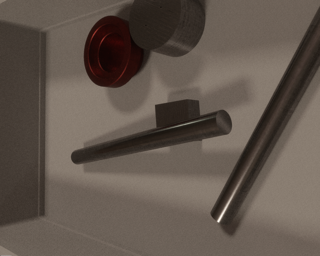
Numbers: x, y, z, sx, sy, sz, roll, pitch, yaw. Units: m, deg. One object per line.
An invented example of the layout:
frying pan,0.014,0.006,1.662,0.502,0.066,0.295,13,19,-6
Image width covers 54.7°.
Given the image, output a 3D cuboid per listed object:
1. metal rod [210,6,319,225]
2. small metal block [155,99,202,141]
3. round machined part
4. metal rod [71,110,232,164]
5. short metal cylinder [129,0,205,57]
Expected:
metal rod,0.124,-0.030,0.303,0.025,0.025,0.298,35,111,34
small metal block,0.023,-0.007,0.387,0.050,0.025,0.050,-7,86,39
round machined part,-0.062,-0.106,0.445,0.098,0.042,0.097,0,90,39
metal rod,-0.037,0.021,0.409,0.299,0.025,0.025,-15,80,46
short metal cylinder,0.008,-0.132,0.382,0.080,0.050,0.079,0,90,39
